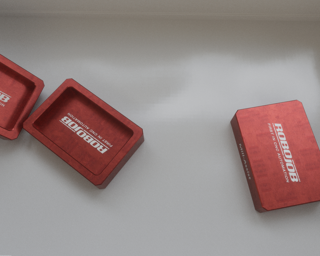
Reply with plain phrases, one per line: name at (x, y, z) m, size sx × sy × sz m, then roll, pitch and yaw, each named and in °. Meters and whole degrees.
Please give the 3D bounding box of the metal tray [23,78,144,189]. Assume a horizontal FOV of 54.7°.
metal tray at (-0.097, 0.005, 0.404) m, size 0.130 × 0.030 × 0.090 m, roll 35°, pitch 74°, yaw 12°

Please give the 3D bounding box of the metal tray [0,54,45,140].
metal tray at (-0.221, -0.051, 0.377) m, size 0.030 × 0.130 × 0.090 m, roll 0°, pitch 63°, yaw 45°

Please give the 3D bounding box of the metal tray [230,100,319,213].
metal tray at (0.152, 0.034, 0.395) m, size 0.091 × 0.030 × 0.130 m, roll -10°, pitch 70°, yaw -4°
